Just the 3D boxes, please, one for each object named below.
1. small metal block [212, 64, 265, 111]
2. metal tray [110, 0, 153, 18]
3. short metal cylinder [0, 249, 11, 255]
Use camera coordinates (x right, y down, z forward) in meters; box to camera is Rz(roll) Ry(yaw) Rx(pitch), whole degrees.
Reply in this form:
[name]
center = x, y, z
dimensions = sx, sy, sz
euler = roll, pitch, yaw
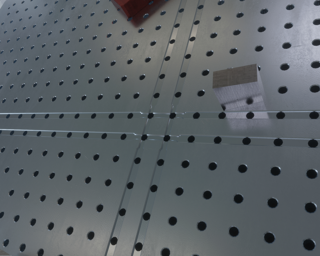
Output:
[small metal block]
center = 0.095, -0.047, 0.371
dimensions = 0.050, 0.050, 0.025
euler = -7, 59, 25
[metal tray]
center = -0.034, -0.278, 0.594
dimensions = 0.130, 0.030, 0.090
euler = -39, 51, 1
[short metal cylinder]
center = -0.214, 0.183, 0.373
dimensions = 0.080, 0.080, 0.050
euler = 26, 76, 37
